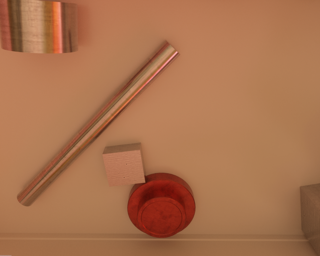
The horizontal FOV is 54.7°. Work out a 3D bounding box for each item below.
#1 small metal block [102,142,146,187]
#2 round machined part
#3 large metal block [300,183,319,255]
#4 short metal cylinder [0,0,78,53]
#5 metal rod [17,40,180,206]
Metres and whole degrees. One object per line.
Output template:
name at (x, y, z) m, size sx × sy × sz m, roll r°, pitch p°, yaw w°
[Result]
small metal block at (-0.048, 0.051, 0.429) m, size 0.050 × 0.025 × 0.050 m, roll -7°, pitch 110°, yaw 2°
round machined part at (0.002, 0.118, 0.446) m, size 0.099 × 0.042 × 0.097 m, roll 0°, pitch 110°, yaw -1°
large metal block at (0.240, 0.133, 0.435) m, size 0.050 × 0.080 × 0.079 m, roll -10°, pitch 110°, yaw 3°
short metal cylinder at (-0.131, -0.113, 0.339) m, size 0.081 × 0.080 × 0.050 m, roll 4°, pitch 110°, yaw -2°
metal rod at (-0.089, 0.002, 0.410) m, size 0.025 × 0.025 × 0.299 m, roll 43°, pitch 104°, yaw -14°
